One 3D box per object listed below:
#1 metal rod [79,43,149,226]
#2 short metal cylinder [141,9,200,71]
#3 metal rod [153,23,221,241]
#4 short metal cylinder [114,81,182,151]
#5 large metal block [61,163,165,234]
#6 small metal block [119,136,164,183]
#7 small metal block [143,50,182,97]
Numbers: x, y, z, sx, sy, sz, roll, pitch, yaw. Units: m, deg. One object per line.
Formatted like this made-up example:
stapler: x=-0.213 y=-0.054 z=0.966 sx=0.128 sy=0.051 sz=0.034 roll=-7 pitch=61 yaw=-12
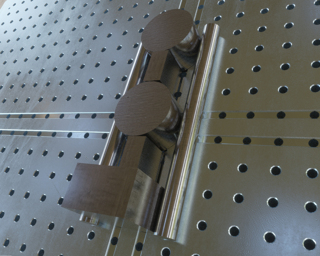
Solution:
metal rod: x=-0.052 y=-0.014 z=0.443 sx=0.025 sy=0.025 sz=0.300 roll=1 pitch=62 yaw=29
short metal cylinder: x=0.019 y=-0.129 z=0.461 sx=0.080 sy=0.050 sz=0.080 roll=-13 pitch=56 yaw=21
metal rod: x=0.041 y=-0.014 z=0.394 sx=0.025 sy=0.025 sz=0.300 roll=1 pitch=62 yaw=29
short metal cylinder: x=-0.012 y=-0.014 z=0.407 sx=0.080 sy=0.050 sz=0.080 roll=-13 pitch=56 yaw=21
large metal block: x=-0.046 y=0.080 z=0.348 sx=0.080 sy=0.080 sz=0.050 roll=1 pitch=62 yaw=28
small metal block: x=-0.022 y=0.043 z=0.377 sx=0.025 sy=0.050 sz=0.050 roll=0 pitch=62 yaw=28
small metal block: x=0.005 y=-0.072 z=0.432 sx=0.025 sy=0.050 sz=0.050 roll=1 pitch=62 yaw=29
